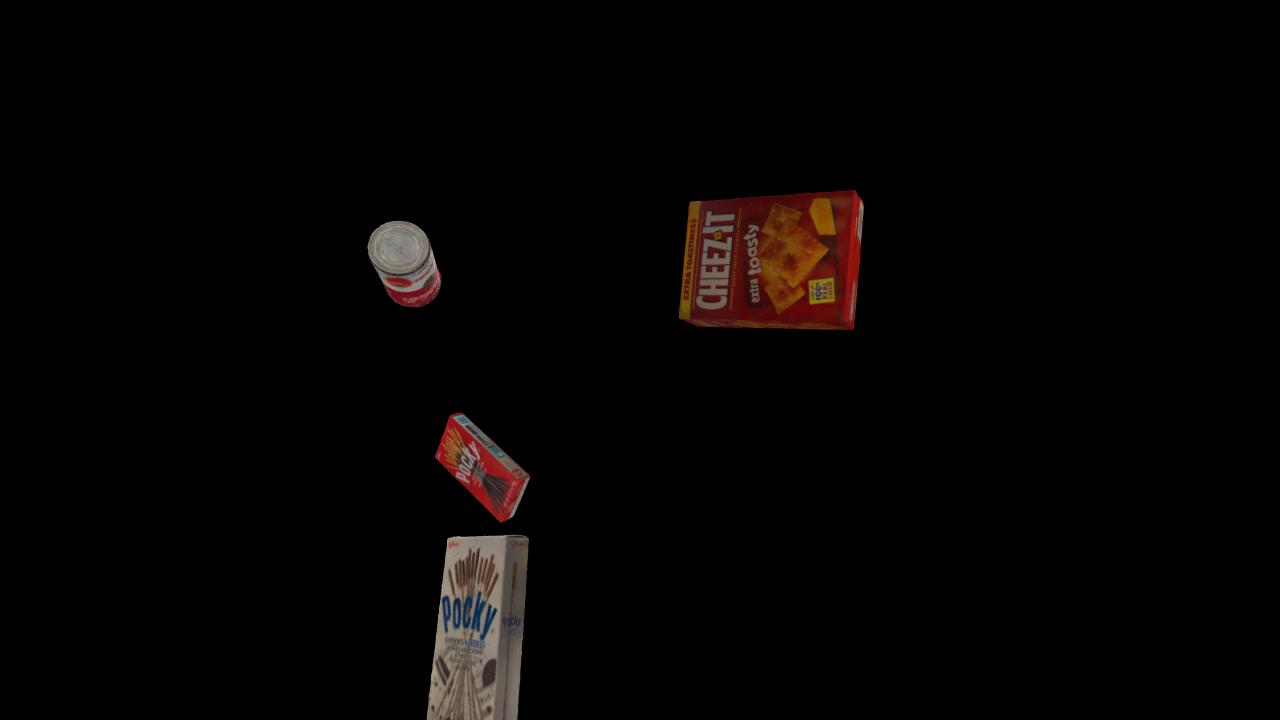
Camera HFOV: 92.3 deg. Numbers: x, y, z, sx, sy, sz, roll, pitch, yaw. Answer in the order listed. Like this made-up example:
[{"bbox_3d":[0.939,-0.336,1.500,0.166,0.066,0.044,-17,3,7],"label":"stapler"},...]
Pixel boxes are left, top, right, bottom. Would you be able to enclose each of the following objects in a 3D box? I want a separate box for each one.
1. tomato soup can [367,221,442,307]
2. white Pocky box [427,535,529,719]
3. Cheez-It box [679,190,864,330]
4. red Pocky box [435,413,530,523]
[{"bbox_3d":[-0.273,-0.111,0.721,0.068,0.068,0.101,0,-17,-11],"label":"tomato soup can"},{"bbox_3d":[-0.132,0.224,0.505,0.084,0.154,0.028,-13,-23,36],"label":"white Pocky box"},{"bbox_3d":[0.168,-0.127,0.803,0.223,0.166,0.071,4,-5,30],"label":"Cheez-It box"},{"bbox_3d":[-0.228,0.152,0.880,0.155,0.083,0.028,36,27,23],"label":"red Pocky box"}]
